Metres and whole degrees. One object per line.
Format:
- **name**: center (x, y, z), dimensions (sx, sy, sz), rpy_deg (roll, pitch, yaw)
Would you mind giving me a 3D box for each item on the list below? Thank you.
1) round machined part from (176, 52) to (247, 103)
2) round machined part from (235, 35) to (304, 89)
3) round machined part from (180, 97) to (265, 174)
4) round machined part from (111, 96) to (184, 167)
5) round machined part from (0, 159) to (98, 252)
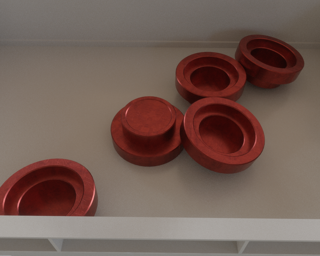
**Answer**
- **round machined part**: center (0.071, -0.064, 0.448), dimensions (0.099, 0.042, 0.098), rpy_deg (0, 50, 0)
- **round machined part**: center (0.161, -0.097, 0.469), dimensions (0.099, 0.042, 0.098), rpy_deg (7, 46, -7)
- **round machined part**: center (0.071, 0.012, 0.376), dimensions (0.099, 0.042, 0.098), rpy_deg (7, 52, -9)
- **round machined part**: center (-0.014, -0.003, 0.396), dimensions (0.099, 0.042, 0.098), rpy_deg (0, 50, 0)
- **round machined part**: center (-0.114, 0.081, 0.319), dimensions (0.099, 0.042, 0.098), rpy_deg (0, 42, 1)
